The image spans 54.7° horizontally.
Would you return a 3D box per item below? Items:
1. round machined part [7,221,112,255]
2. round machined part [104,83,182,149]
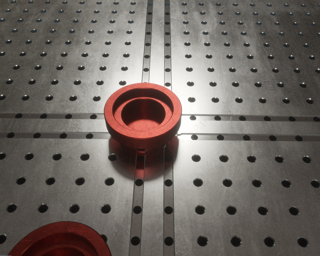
[{"bbox_3d":[-0.089,0.139,0.279,0.099,0.042,0.098,0,50,0],"label":"round machined part"},{"bbox_3d":[-0.021,-0.011,0.406,0.099,0.042,0.098,0,50,0],"label":"round machined part"}]
